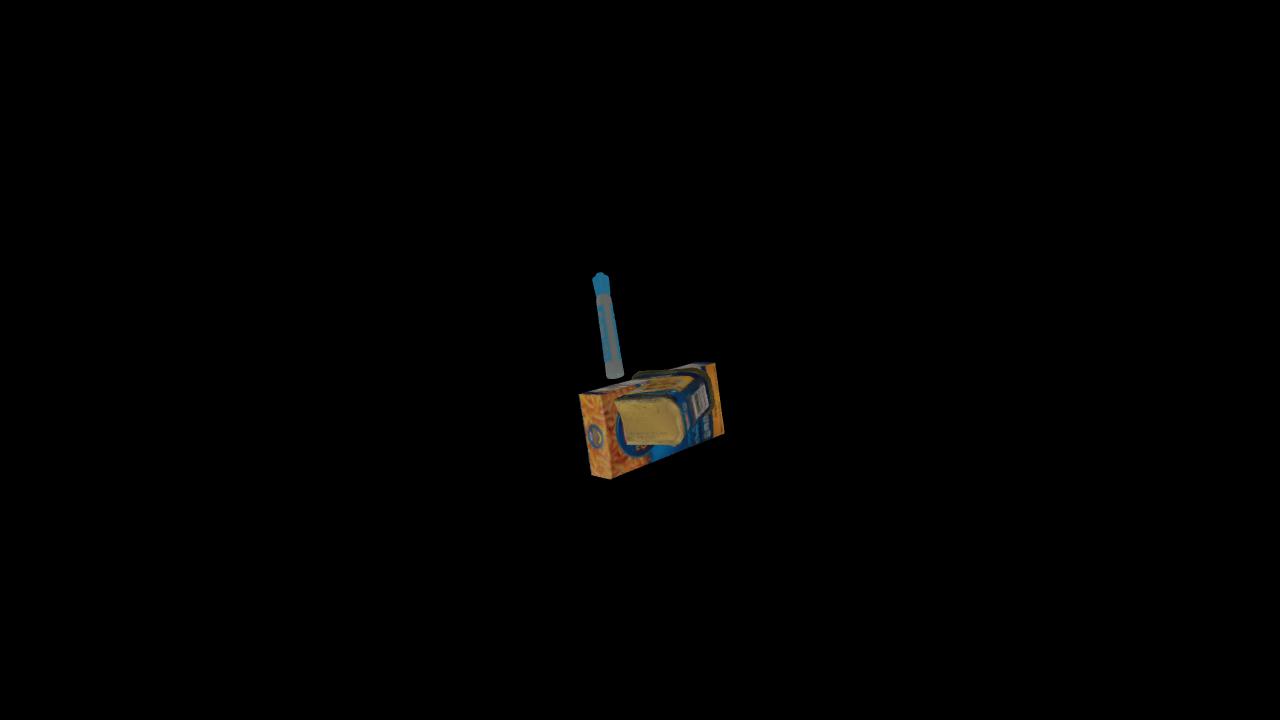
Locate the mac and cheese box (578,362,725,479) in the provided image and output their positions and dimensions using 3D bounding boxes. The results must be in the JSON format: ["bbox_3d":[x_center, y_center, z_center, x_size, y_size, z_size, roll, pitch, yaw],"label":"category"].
[{"bbox_3d":[0.020,0.063,0.698,0.184,0.093,0.041,-15,11,-41],"label":"mac and cheese box"}]

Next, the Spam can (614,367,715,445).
[{"bbox_3d":[0.018,0.050,0.661,0.101,0.058,0.085,-5,16,29],"label":"Spam can"}]

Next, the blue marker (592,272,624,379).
[{"bbox_3d":[-0.035,-0.039,0.657,0.020,0.121,0.020,-8,-20,-3],"label":"blue marker"}]
